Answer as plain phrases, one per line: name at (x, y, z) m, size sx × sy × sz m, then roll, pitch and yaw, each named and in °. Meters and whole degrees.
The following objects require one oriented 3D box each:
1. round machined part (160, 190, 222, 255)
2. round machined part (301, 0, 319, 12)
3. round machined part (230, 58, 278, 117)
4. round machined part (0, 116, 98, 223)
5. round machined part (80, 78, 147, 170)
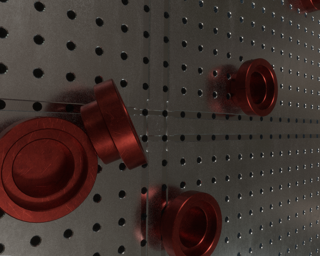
round machined part at (0.039, 0.136, 0.434) m, size 0.099 × 0.042 × 0.097 m, roll 0°, pitch 90°, yaw -40°
round machined part at (0.358, -0.318, 0.702) m, size 0.099 × 0.042 × 0.097 m, roll 0°, pitch 90°, yaw -40°
round machined part at (0.159, -0.068, 0.534) m, size 0.099 × 0.042 × 0.097 m, roll 0°, pitch 90°, yaw -40°
round machined part at (-0.114, 0.037, 0.299) m, size 0.099 × 0.042 × 0.097 m, roll -3°, pitch 95°, yaw -36°
round machined part at (-0.052, 0.000, 0.332) m, size 0.042 × 0.098 × 0.098 m, roll -23°, pitch 108°, yaw -3°
